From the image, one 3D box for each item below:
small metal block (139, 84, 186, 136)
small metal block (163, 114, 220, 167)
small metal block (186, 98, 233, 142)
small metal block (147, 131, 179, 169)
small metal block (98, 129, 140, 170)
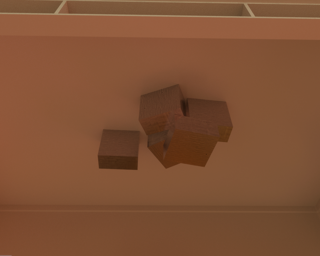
[{"bbox_3d":[0.004,-0.023,0.373,0.050,0.050,0.025,-16,128,13],"label":"small metal block"},{"bbox_3d":[0.035,0.015,0.357,0.050,0.025,0.050,11,130,-9],"label":"small metal block"},{"bbox_3d":[0.058,-0.010,0.384,0.050,0.050,0.025,5,130,-5],"label":"small metal block"},{"bbox_3d":[0.018,0.024,0.430,0.050,0.025,0.050,-24,126,19],"label":"small metal block"},{"bbox_3d":[-0.054,0.028,0.416,0.050,0.050,0.025,3,130,-3],"label":"small metal block"}]
